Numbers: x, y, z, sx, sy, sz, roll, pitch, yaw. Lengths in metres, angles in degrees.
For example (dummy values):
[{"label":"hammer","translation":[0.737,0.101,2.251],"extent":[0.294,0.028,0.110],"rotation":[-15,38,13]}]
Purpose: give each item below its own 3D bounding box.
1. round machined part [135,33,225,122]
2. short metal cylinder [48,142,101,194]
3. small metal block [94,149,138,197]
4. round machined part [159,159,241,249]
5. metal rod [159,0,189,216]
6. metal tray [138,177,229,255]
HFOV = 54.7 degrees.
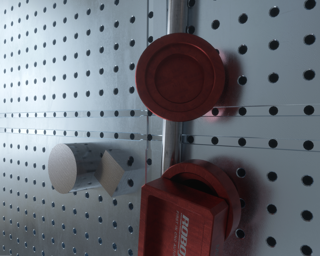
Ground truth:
[{"label":"round machined part","translation":[0.023,-0.056,0.359],"extent":[0.099,0.042,0.097],"rotation":[0,92,3]},{"label":"short metal cylinder","translation":[-0.139,0.064,0.508],"extent":[0.080,0.050,0.080],"rotation":[0,90,40]},{"label":"small metal block","translation":[-0.068,0.067,0.466],"extent":[0.050,0.025,0.050],"rotation":[42,115,32]},{"label":"round machined part","translation":[0.047,0.083,0.355],"extent":[0.098,0.042,0.097],"rotation":[7,101,37]},{"label":"metal rod","translation":[0.017,-0.029,0.395],"extent":[0.025,0.025,0.298],"rotation":[4,93,40]},{"label":"metal tray","translation":[0.020,0.129,0.336],"extent":[0.090,0.030,0.129],"rotation":[13,106,36]}]
